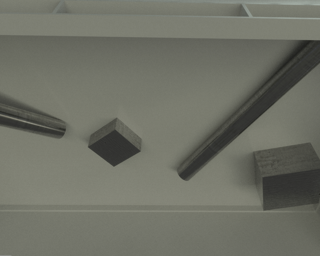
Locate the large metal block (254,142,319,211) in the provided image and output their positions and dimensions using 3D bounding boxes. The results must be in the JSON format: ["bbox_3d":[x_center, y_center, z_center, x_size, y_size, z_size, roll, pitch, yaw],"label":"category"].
[{"bbox_3d":[0.187,0.073,0.458,0.080,0.050,0.080,-10,130,8],"label":"large metal block"}]

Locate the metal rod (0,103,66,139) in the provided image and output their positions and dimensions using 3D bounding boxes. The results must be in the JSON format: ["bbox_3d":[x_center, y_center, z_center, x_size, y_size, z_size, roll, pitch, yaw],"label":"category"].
[{"bbox_3d":[-0.219,-0.030,0.293,0.025,0.025,0.301,-33,151,24],"label":"metal rod"}]

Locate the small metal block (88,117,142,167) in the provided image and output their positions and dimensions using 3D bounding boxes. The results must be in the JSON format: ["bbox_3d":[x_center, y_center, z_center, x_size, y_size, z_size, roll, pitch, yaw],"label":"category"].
[{"bbox_3d":[-0.061,0.020,0.426,0.050,0.025,0.050,-31,124,23],"label":"small metal block"}]

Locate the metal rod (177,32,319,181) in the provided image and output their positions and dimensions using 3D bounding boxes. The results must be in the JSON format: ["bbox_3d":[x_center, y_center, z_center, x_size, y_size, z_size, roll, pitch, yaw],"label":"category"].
[{"bbox_3d":[0.119,-0.025,0.389,0.025,0.025,0.298,27,125,-22],"label":"metal rod"}]
